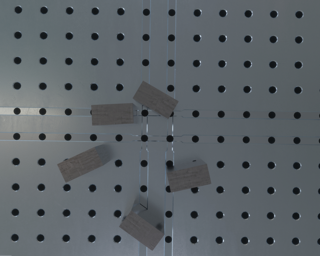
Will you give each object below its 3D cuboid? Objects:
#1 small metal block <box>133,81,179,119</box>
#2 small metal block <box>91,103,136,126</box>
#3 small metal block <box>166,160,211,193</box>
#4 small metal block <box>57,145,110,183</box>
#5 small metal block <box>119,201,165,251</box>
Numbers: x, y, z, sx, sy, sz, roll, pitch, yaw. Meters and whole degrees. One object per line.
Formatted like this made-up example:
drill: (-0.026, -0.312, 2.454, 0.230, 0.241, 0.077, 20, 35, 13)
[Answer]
small metal block: (-0.005, -0.034, 0.401, 0.050, 0.050, 0.025, 30, 90, 0)
small metal block: (-0.058, -0.017, 0.401, 0.050, 0.050, 0.025, -3, 90, 0)
small metal block: (0.035, 0.061, 0.401, 0.050, 0.050, 0.025, -12, 90, 0)
small metal block: (-0.097, 0.045, 0.400, 0.050, 0.050, 0.025, -25, 90, 0)
small metal block: (-0.022, 0.124, 0.401, 0.050, 0.050, 0.025, 36, 90, 0)
